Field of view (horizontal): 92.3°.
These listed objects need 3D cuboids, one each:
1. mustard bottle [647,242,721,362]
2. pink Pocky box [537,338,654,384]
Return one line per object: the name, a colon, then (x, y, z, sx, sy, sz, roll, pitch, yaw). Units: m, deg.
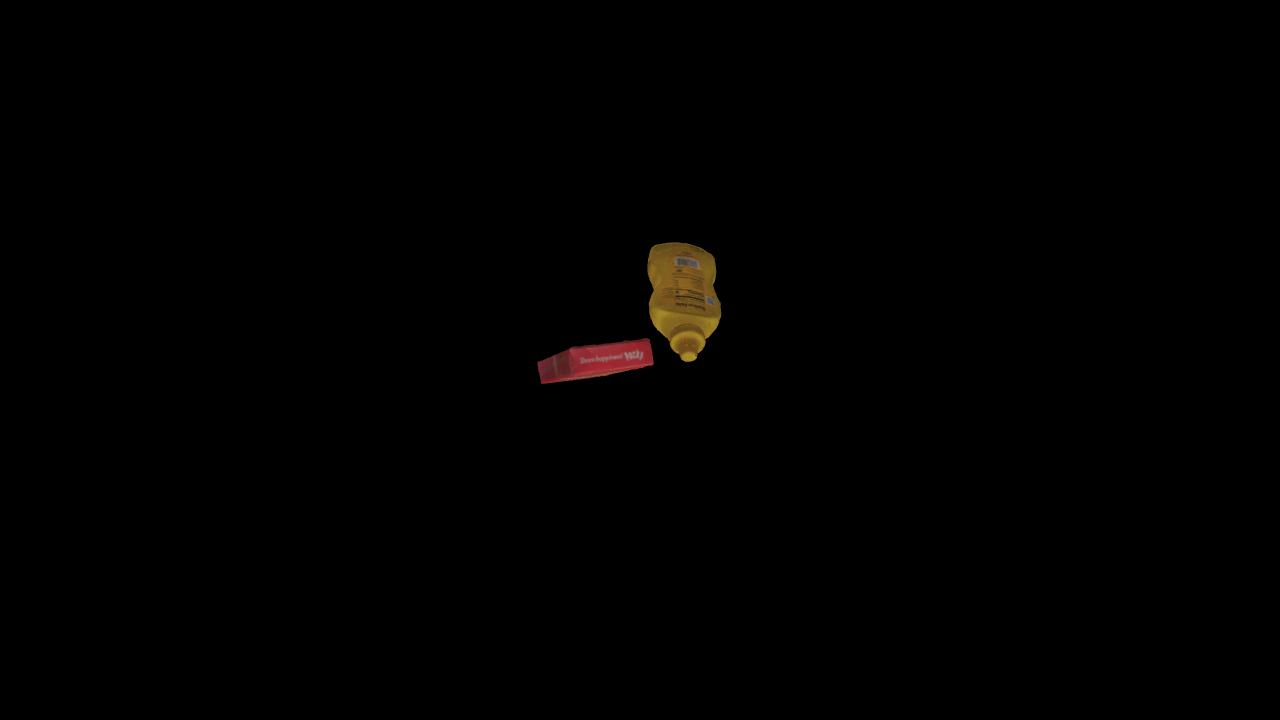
mustard bottle: (0.055, -0.070, 0.761, 0.092, 0.184, 0.054, 12, -44, -14)
pink Pocky box: (-0.052, 0.004, 0.655, 0.084, 0.029, 0.155, -7, -3, -22)
